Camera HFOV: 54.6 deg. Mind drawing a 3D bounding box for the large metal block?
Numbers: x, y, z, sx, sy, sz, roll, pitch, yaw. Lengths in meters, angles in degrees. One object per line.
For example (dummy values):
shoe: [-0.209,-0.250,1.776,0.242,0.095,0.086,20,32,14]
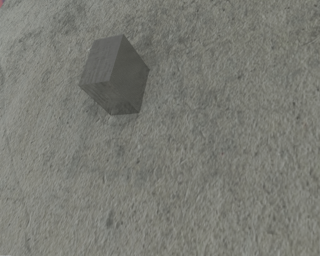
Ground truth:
large metal block: [-0.062,-0.074,0.448,0.050,0.080,0.080,-4,60,27]
